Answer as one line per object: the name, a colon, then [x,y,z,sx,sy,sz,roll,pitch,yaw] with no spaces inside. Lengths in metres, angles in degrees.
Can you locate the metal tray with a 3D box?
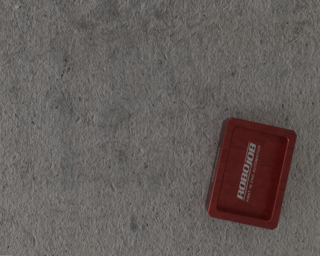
metal tray: [0.118,0.058,0.408,0.090,0.030,0.129,12,90,0]
